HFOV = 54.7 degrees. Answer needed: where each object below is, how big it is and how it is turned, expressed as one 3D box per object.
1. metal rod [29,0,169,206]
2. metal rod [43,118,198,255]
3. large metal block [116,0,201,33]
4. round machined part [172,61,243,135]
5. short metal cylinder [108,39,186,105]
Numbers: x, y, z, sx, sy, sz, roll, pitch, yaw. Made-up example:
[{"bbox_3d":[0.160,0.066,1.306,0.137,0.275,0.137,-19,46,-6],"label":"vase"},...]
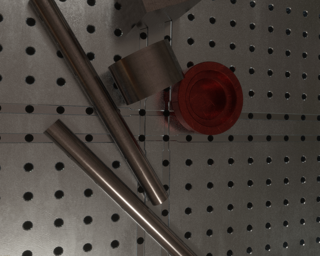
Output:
[{"bbox_3d":[-0.072,-0.032,0.386,0.025,0.025,0.299,-33,101,-17],"label":"metal rod"},{"bbox_3d":[-0.031,0.105,0.402,0.025,0.025,0.300,-46,105,-14],"label":"metal rod"},{"bbox_3d":[-0.002,-0.164,0.383,0.081,0.080,0.050,-23,98,-19],"label":"large metal block"},{"bbox_3d":[0.061,-0.039,0.427,0.099,0.042,0.097,0,90,-21],"label":"round machined part"},{"bbox_3d":[-0.016,-0.068,0.378,0.080,0.080,0.050,-29,100,-18],"label":"short metal cylinder"}]
